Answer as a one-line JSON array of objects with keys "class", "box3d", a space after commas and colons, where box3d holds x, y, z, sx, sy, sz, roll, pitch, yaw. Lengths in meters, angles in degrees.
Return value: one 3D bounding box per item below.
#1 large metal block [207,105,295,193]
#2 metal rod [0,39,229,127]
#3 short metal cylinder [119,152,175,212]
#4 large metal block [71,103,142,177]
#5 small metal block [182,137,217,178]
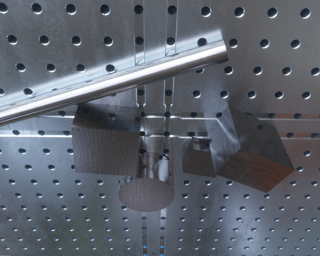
[{"class": "large metal block", "box3d": [0.113, 0.027, 0.400, 0.080, 0.080, 0.050, 22, 127, -18]}, {"class": "metal rod", "box3d": [-0.071, -0.048, 0.369, 0.301, 0.025, 0.025, -14, 129, 11]}, {"class": "short metal cylinder", "box3d": [-0.019, 0.082, 0.465, 0.081, 0.050, 0.079, -1, 130, 0]}, {"class": "large metal block", "box3d": [-0.068, 0.016, 0.408, 0.081, 0.050, 0.079, 5, 130, -5]}, {"class": "small metal block", "box3d": [0.064, 0.043, 0.450, 0.050, 0.025, 0.050, 10, 130, -9]}]
